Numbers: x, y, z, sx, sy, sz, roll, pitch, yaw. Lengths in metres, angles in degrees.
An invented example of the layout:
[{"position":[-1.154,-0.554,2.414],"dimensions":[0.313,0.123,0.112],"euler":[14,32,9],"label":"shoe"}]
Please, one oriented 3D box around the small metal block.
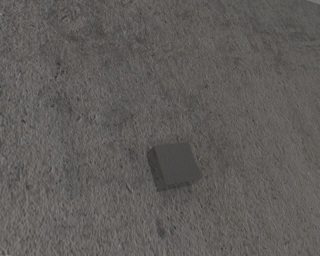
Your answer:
[{"position":[0.016,0.047,0.383],"dimensions":[0.050,0.025,0.050],"euler":[-4,64,-30],"label":"small metal block"}]
